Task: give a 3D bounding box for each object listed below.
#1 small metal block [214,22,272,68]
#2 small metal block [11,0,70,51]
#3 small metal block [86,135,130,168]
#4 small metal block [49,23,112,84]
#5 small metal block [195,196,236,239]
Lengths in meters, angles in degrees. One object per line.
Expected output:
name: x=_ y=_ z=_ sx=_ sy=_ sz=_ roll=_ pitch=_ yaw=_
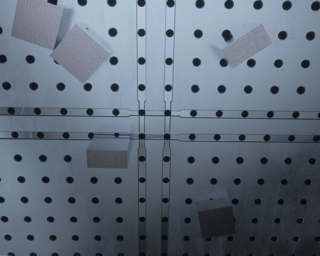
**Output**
small metal block: x=0.096 y=-0.099 z=0.365 sx=0.050 sy=0.050 sz=0.025 roll=-32 pitch=107 yaw=11
small metal block: x=-0.141 y=-0.125 z=0.365 sx=0.050 sy=0.025 sz=0.050 roll=18 pitch=109 yaw=-7
small metal block: x=-0.066 y=0.031 z=0.410 sx=0.050 sy=0.050 sz=0.025 roll=1 pitch=110 yaw=-1
small metal block: x=-0.095 y=-0.091 z=0.378 sx=0.050 sy=0.025 sz=0.050 roll=41 pitch=105 yaw=-14
small metal block: x=0.083 y=0.134 z=0.464 sx=0.050 sy=0.025 sz=0.050 roll=-11 pitch=110 yaw=3
